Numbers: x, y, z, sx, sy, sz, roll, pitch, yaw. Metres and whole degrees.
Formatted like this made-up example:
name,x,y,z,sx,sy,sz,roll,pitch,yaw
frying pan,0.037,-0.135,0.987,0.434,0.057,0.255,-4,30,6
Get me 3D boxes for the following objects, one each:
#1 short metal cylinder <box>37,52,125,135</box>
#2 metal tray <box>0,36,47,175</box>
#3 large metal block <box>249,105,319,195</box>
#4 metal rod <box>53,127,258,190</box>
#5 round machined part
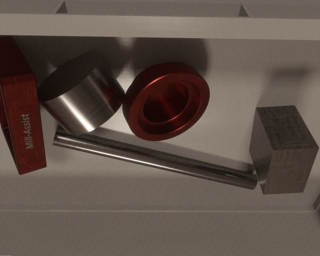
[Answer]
name,x,y,z,sx,sy,sz,roll,pitch,yaw
short metal cylinder,-0.086,-0.038,0.339,0.080,0.080,0.050,-21,127,16
metal tray,-0.160,-0.023,0.343,0.030,0.090,0.129,-17,137,-30
large metal block,0.154,0.028,0.399,0.050,0.080,0.079,-3,130,2
metal rod,0.002,0.047,0.449,0.302,0.025,0.025,14,129,-13
round machined part,0.004,-0.034,0.354,0.099,0.042,0.097,-17,139,-16
